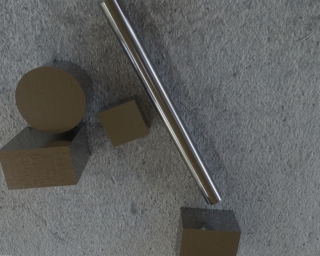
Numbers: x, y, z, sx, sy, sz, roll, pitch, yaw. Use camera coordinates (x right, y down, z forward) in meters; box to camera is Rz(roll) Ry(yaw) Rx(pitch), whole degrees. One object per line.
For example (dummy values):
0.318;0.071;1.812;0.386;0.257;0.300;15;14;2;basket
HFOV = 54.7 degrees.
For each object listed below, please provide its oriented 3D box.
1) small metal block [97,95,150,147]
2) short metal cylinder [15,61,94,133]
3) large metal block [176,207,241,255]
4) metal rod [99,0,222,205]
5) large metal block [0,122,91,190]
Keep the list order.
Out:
-0.046;-0.009;0.406;0.050;0.025;0.050;-20;109;7;small metal block
-0.126;-0.039;0.380;0.081;0.050;0.079;0;110;-1;short metal cylinder
0.068;0.168;0.460;0.081;0.050;0.079;4;110;-2;large metal block
0.010;-0.022;0.401;0.025;0.025;0.299;-26;108;9;metal rod
-0.139;0.032;0.390;0.081;0.080;0.050;-4;110;1;large metal block
